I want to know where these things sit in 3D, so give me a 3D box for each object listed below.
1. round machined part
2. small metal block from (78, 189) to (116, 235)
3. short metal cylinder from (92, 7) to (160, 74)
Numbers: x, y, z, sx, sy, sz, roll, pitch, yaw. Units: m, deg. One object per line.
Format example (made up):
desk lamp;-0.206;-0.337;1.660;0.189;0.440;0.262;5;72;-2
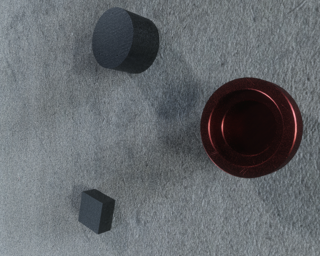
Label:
round machined part;0.094;0.000;0.315;0.098;0.042;0.097;0;90;39
small metal block;-0.099;0.130;0.484;0.050;0.025;0.050;17;101;38
short metal cylinder;-0.048;-0.118;0.426;0.080;0.050;0.079;0;90;39
